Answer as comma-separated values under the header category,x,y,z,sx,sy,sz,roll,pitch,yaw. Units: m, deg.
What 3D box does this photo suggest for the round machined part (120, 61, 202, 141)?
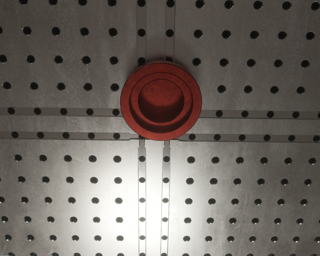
category,x,y,z,sx,sy,sz,roll,pitch,yaw
round machined part,0.001,-0.036,0.391,0.099,0.042,0.097,0,110,-1
